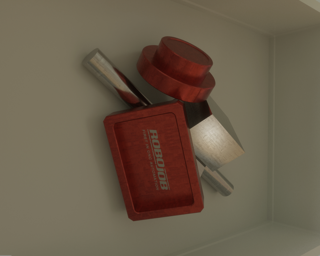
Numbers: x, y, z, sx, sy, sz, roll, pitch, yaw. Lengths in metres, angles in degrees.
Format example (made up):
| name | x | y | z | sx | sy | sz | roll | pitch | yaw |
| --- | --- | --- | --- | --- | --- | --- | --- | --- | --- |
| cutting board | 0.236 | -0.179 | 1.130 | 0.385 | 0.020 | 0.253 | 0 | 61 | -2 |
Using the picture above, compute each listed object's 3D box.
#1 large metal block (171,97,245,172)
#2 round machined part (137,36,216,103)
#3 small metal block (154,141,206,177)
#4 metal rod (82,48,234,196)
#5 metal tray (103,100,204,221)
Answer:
| name | x | y | z | sx | sy | sz | roll | pitch | yaw |
| --- | --- | --- | --- | --- | --- | --- | --- | --- | --- |
| large metal block | 0.061 | -0.002 | 0.416 | 0.080 | 0.050 | 0.080 | 44 | 21 | -31 |
| round machined part | 0.025 | -0.076 | 0.377 | 0.099 | 0.098 | 0.042 | -3 | 132 | -40 |
| small metal block | 0.025 | 0.042 | 0.411 | 0.050 | 0.050 | 0.025 | 46 | 63 | -31 |
| metal rod | 0.015 | 0.010 | 0.419 | 0.300 | 0.025 | 0.025 | 44 | 63 | -31 |
| metal tray | -0.005 | 0.039 | 0.362 | 0.030 | 0.090 | 0.129 | -58 | 137 | -75 |
